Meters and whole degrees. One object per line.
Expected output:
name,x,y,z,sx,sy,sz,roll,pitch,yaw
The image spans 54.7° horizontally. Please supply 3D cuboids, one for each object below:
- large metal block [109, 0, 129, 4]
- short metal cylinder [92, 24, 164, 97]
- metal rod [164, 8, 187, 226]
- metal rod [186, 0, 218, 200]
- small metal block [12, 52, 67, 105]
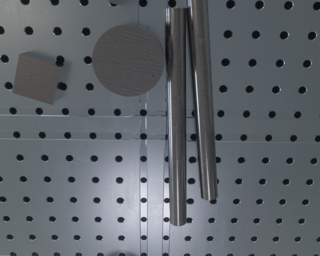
large metal block,-0.025,-0.172,0.320,0.080,0.080,0.050,-27,108,9
short metal cylinder,-0.035,-0.082,0.369,0.081,0.050,0.079,0,110,0
metal rod,0.023,0.000,0.413,0.025,0.025,0.298,-2,110,0
metal rod,0.055,-0.041,0.398,0.025,0.025,0.298,-6,110,2
small metal block,-0.151,-0.062,0.389,0.050,0.025,0.050,17,109,-7
